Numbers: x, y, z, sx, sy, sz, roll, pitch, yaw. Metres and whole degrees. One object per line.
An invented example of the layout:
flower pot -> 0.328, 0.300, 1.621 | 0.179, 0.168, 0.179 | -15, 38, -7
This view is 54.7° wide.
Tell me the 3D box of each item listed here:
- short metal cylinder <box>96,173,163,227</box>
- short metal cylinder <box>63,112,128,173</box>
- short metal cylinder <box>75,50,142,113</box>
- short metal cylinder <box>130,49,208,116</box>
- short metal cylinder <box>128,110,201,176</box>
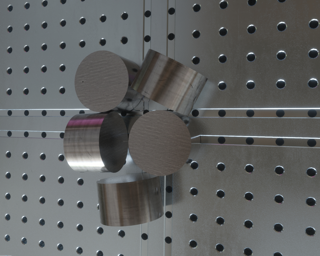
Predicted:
short metal cylinder -> -0.038, 0.089, 0.396 | 0.080, 0.080, 0.050 | -7, 88, 20
short metal cylinder -> -0.083, 0.019, 0.413 | 0.050, 0.080, 0.080 | -2, 89, 19
short metal cylinder -> -0.068, -0.060, 0.423 | 0.080, 0.050, 0.079 | 0, 90, 21
short metal cylinder -> 0.011, -0.056, 0.379 | 0.080, 0.080, 0.050 | 30, 99, 17
short metal cylinder -> 0.007, 0.018, 0.397 | 0.080, 0.050, 0.079 | 0, 91, 19
